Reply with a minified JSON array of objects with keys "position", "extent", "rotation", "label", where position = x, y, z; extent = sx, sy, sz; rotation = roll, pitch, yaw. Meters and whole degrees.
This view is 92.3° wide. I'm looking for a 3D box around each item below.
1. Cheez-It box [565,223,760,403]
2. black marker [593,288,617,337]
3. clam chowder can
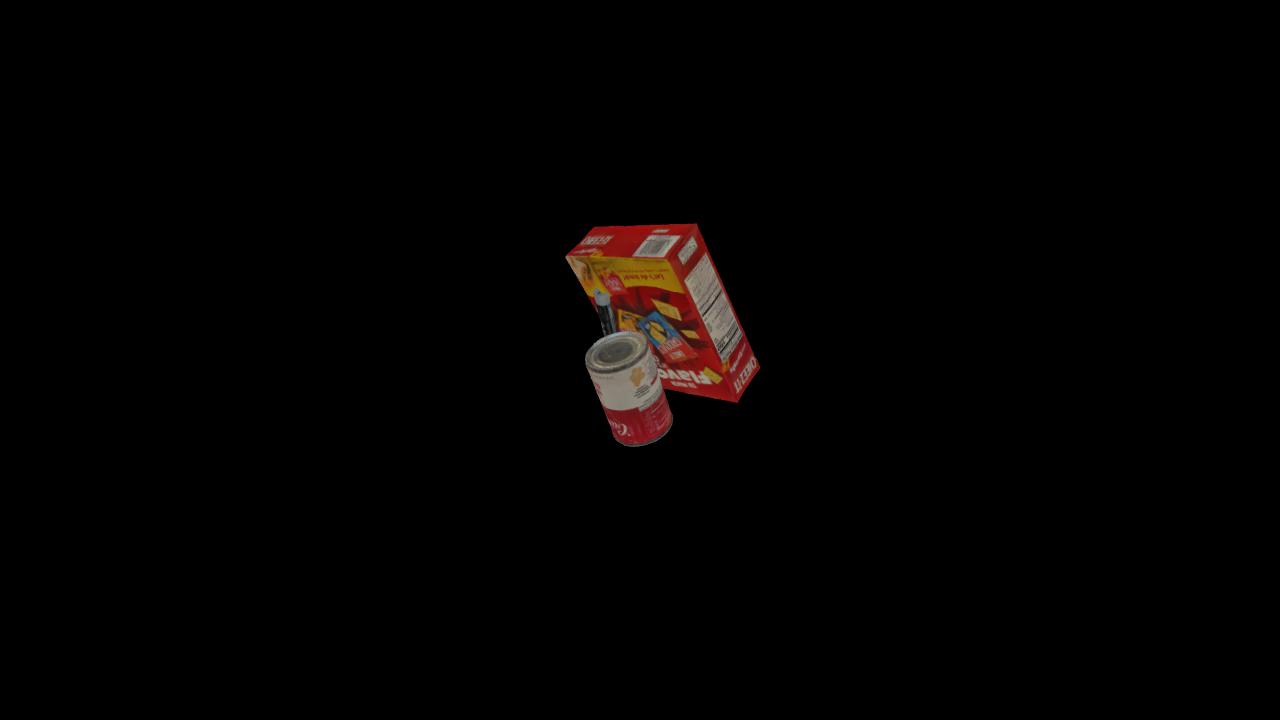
[{"position":[0.031,-0.054,0.740],"extent":[0.166,0.223,0.071],"rotation":[10,51,43],"label":"Cheez-It box"},{"position":[-0.038,-0.040,0.759],"extent":[0.020,0.020,0.121],"rotation":[0,-42,10],"label":"black marker"},{"position":[-0.010,0.029,0.632],"extent":[0.068,0.102,0.068],"rotation":[-12,34,8],"label":"clam chowder can"}]
